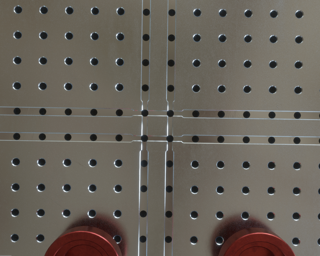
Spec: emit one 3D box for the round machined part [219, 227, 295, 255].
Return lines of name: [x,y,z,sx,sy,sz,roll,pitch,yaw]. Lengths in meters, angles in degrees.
round machined part: [0.124,0.179,0.406,0.099,0.042,0.097,0,90,0]

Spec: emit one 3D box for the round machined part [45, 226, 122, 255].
round machined part: [-0.097,0.176,0.404,0.099,0.042,0.097,0,90,0]
